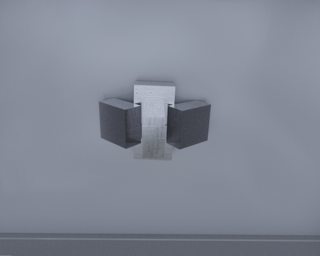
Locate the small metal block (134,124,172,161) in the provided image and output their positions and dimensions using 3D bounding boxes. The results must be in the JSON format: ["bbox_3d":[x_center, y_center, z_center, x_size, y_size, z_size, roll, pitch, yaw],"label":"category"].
[{"bbox_3d":[-0.009,0.015,0.414,0.050,0.025,0.050,2,110,-1],"label":"small metal block"}]

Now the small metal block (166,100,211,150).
[{"bbox_3d":[0.036,-0.005,0.395,0.050,0.025,0.050,-15,116,-37],"label":"small metal block"}]

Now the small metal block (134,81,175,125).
[{"bbox_3d":[-0.008,-0.032,0.396,0.050,0.025,0.050,2,110,-2],"label":"small metal block"}]

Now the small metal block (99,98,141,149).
[{"bbox_3d":[-0.051,-0.007,0.392,0.050,0.025,0.050,19,117,39],"label":"small metal block"}]

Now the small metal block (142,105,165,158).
[{"bbox_3d":[-0.007,0.003,0.370,0.025,0.050,0.050,0,110,-1],"label":"small metal block"}]
